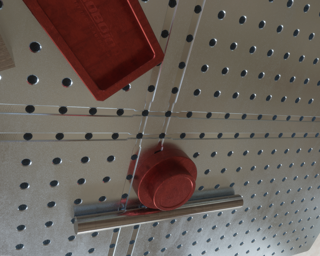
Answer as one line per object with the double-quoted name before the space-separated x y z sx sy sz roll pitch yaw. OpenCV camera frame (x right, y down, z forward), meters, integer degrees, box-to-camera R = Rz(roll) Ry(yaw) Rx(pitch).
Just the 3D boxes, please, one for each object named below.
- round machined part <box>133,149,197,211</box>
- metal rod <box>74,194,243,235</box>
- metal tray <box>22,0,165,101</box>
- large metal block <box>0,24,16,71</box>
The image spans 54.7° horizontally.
"round machined part" 0.013 0.084 0.461 0.099 0.042 0.097 -14 125 -21
"metal rod" 0.015 0.136 0.505 0.303 0.025 0.025 0 118 -29
"metal tray" -0.062 -0.101 0.312 0.090 0.030 0.130 -35 129 -5
"large metal block" -0.176 -0.081 0.249 0.081 0.050 0.080 -22 127 -16
